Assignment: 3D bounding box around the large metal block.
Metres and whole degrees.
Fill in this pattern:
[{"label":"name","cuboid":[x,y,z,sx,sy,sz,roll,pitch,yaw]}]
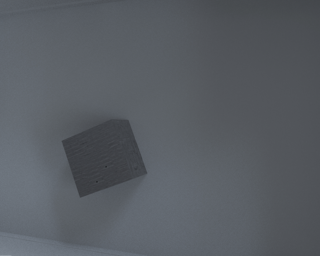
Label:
[{"label":"large metal block","cuboid":[-0.075,0.040,0.422,0.080,0.050,0.080,-22,83,18]}]
